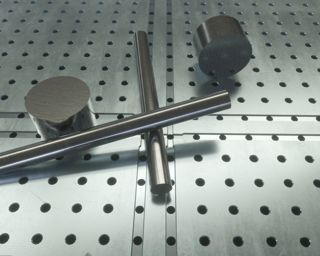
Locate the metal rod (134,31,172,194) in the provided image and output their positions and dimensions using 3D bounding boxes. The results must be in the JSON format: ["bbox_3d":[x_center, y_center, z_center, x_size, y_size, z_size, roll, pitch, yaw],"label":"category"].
[{"bbox_3d":[-0.016,-0.045,0.445,0.025,0.025,0.300,-5,50,-4],"label":"metal rod"}]

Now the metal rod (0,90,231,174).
[{"bbox_3d":[-0.061,0.005,0.377,0.302,0.025,0.025,-16,52,-4],"label":"metal rod"}]

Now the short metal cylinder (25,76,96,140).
[{"bbox_3d":[-0.129,-0.024,0.410,0.081,0.050,0.080,0,50,0],"label":"short metal cylinder"}]

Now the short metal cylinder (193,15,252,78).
[{"bbox_3d":[0.095,-0.124,0.476,0.081,0.080,0.050,-5,50,-4],"label":"short metal cylinder"}]

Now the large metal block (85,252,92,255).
[{"bbox_3d":[-0.056,0.166,0.251,0.080,0.050,0.080,32,57,24],"label":"large metal block"}]
